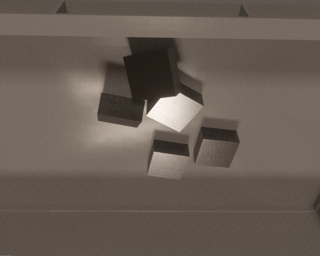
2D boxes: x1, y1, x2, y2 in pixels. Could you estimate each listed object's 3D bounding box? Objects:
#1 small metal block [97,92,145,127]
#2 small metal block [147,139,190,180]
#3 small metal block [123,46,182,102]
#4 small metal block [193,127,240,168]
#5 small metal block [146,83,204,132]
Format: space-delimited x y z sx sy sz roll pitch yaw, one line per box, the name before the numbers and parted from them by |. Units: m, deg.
small metal block | -0.048 -0.020 0.374 0.050 0.025 0.050 10 170 -9
small metal block | 0.011 0.046 0.449 0.050 0.025 0.050 9 130 -8
small metal block | -0.007 -0.059 0.341 0.050 0.025 0.050 -5 109 21
small metal block | 0.078 0.028 0.434 0.050 0.025 0.050 6 130 -6
small metal block | 0.018 -0.029 0.385 0.050 0.025 0.050 26 125 -21
